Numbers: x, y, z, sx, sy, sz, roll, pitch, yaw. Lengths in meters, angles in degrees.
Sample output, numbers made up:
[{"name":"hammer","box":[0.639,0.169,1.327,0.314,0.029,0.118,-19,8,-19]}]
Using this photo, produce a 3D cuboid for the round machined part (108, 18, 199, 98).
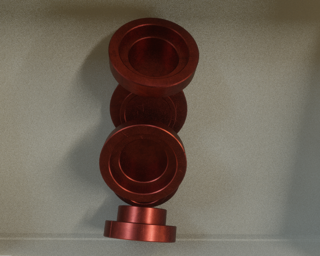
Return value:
[{"name":"round machined part","box":[-0.008,-0.075,0.353,0.099,0.098,0.042,7,152,-3]}]

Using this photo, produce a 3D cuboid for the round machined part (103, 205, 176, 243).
[{"name":"round machined part","box":[-0.026,0.132,0.430,0.099,0.098,0.042,6,73,-3]}]

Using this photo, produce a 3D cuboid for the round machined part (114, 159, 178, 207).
[{"name":"round machined part","box":[-0.021,0.069,0.425,0.099,0.042,0.097,0,110,-1]}]

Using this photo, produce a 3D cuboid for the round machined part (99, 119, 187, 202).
[{"name":"round machined part","box":[-0.019,0.035,0.367,0.099,0.042,0.097,0,110,-1]}]

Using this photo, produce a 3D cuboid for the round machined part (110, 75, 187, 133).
[{"name":"round machined part","box":[-0.014,-0.022,0.392,0.099,0.042,0.097,0,110,-1]}]
